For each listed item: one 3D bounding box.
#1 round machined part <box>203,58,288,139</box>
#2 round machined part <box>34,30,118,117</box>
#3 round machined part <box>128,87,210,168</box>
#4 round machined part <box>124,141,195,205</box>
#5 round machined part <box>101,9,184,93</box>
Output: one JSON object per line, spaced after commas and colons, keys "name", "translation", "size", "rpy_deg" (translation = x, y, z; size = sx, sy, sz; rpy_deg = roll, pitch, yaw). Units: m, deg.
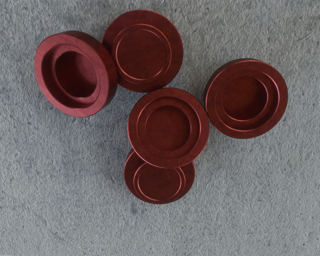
{"name": "round machined part", "translation": [0.104, -0.039, 0.389], "size": [0.099, 0.042, 0.097], "rpy_deg": [0, 110, -1]}
{"name": "round machined part", "translation": [-0.094, -0.065, 0.365], "size": [0.098, 0.042, 0.097], "rpy_deg": [10, 119, 18]}
{"name": "round machined part", "translation": [0.010, 0.000, 0.391], "size": [0.099, 0.042, 0.097], "rpy_deg": [0, 87, -3]}
{"name": "round machined part", "translation": [-0.001, 0.064, 0.425], "size": [0.099, 0.042, 0.097], "rpy_deg": [0, 110, -1]}
{"name": "round machined part", "translation": [-0.021, -0.089, 0.368], "size": [0.099, 0.042, 0.097], "rpy_deg": [0, 110, -1]}
